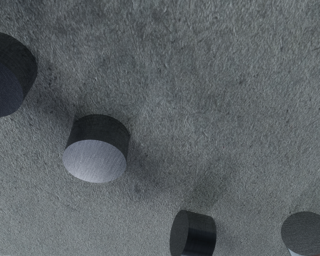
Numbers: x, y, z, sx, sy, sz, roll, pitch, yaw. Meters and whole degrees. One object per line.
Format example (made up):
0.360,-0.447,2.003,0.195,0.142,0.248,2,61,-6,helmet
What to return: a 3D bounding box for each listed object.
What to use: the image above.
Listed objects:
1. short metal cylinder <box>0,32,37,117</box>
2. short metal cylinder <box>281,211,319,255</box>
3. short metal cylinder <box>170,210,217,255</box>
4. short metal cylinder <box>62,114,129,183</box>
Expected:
-0.184,-0.058,0.339,0.081,0.050,0.079,0,130,0,short metal cylinder
0.258,0.194,0.538,0.080,0.080,0.050,-22,127,17,short metal cylinder
0.055,0.186,0.529,0.050,0.080,0.079,17,128,-14,short metal cylinder
-0.083,0.028,0.414,0.081,0.050,0.079,0,130,0,short metal cylinder
